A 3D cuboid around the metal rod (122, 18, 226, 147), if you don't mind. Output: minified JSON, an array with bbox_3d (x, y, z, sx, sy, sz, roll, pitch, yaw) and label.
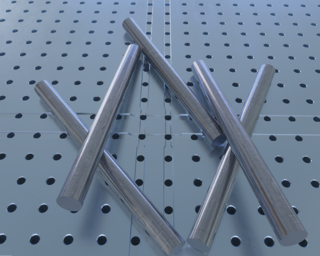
[{"bbox_3d":[0.010,-0.087,0.480,0.025,0.025,0.300,-21,53,-17],"label":"metal rod"}]

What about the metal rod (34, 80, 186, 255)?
[{"bbox_3d":[-0.078,0.031,0.380,0.025,0.025,0.300,-32,57,-24],"label":"metal rod"}]

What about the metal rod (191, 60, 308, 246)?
[{"bbox_3d":[0.088,-0.001,0.378,0.025,0.025,0.300,-8,41,-7],"label":"metal rod"}]

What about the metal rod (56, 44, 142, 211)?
[{"bbox_3d":[-0.065,-0.028,0.406,0.025,0.025,0.300,7,43,5],"label":"metal rod"}]

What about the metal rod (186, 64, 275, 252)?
[{"bbox_3d":[0.103,0.014,0.397,0.025,0.025,0.301,20,53,16],"label":"metal rod"}]
